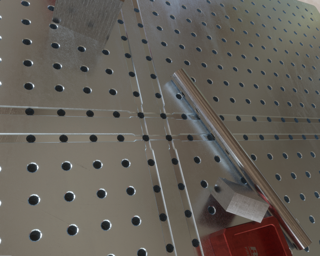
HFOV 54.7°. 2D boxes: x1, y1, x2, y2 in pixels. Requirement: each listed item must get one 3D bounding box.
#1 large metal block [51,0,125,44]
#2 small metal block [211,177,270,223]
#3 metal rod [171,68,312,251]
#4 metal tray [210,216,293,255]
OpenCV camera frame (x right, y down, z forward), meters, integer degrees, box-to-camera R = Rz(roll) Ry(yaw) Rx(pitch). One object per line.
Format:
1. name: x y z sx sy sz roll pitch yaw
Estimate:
1. large metal block: -0.096 -0.176 0.429 0.081 0.080 0.050 20 54 -17
2. small metal block: 0.100 0.090 0.391 0.050 0.050 0.025 22 97 -15
3. metal rod: 0.111 0.037 0.446 0.025 0.025 0.299 -26 76 -37
4. metal tray: 0.121 0.178 0.363 0.091 0.030 0.130 -3 63 -30
